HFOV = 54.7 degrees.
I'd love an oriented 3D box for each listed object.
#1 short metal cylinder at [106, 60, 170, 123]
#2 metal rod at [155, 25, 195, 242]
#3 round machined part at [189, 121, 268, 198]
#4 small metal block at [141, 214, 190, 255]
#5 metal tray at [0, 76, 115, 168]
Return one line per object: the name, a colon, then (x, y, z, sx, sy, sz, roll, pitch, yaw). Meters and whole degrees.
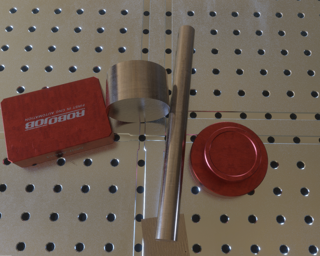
short metal cylinder: (-0.029, -0.044, 0.399, 0.081, 0.080, 0.050, -3, 70, -1)
metal rod: (0.023, -0.012, 0.401, 0.025, 0.025, 0.299, 6, 65, 2)
round machined part: (0.087, 0.037, 0.390, 0.099, 0.042, 0.098, 0, 70, -1)
small metal block: (0.006, 0.130, 0.364, 0.050, 0.025, 0.050, -6, 70, -3)
metal tray: (-0.134, -0.009, 0.411, 0.131, 0.030, 0.090, -15, 71, -6)
